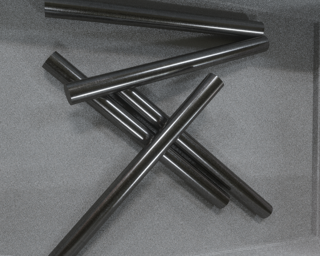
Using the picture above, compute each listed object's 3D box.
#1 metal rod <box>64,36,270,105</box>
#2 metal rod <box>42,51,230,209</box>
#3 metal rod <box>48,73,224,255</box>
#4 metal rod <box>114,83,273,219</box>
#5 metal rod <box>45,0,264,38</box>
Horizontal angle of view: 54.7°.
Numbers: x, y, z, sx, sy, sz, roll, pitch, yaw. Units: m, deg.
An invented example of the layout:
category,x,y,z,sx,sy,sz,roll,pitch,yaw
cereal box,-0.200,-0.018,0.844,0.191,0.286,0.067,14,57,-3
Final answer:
category,x,y,z,sx,sy,sz,roll,pitch,yaw
metal rod,0.027,-0.082,0.404,0.302,0.025,0.025,-19,97,-25
metal rod,-0.019,0.012,0.404,0.300,0.025,0.025,40,77,-16
metal rod,-0.027,0.050,0.379,0.025,0.025,0.300,43,84,-16
metal rod,0.051,0.034,0.430,0.300,0.025,0.025,40,77,-16
metal rod,0.007,-0.145,0.413,0.303,0.025,0.025,-1,91,-21
